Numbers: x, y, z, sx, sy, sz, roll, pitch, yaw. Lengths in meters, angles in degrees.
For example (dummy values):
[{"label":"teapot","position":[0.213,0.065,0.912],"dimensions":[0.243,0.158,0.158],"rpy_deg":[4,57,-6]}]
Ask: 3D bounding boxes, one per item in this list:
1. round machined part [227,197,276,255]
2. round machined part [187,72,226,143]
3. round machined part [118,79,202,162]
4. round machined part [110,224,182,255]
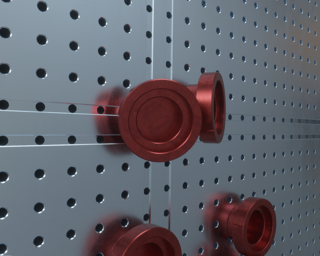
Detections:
[{"label":"round machined part","position":[0.151,0.165,0.524],"dimensions":[0.099,0.042,0.097],"rpy_deg":[0,90,-40]},{"label":"round machined part","position":[0.062,-0.027,0.431],"dimensions":[0.098,0.042,0.097],"rpy_deg":[0,90,-68]},{"label":"round machined part","position":[-0.002,-0.011,0.378],"dimensions":[0.099,0.042,0.097],"rpy_deg":[-2,99,-11]},{"label":"round machined part","position":[-0.023,0.166,0.379],"dimensions":[0.099,0.042,0.097],"rpy_deg":[0,90,-40]}]
